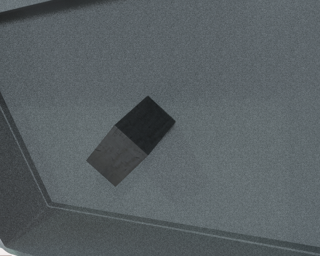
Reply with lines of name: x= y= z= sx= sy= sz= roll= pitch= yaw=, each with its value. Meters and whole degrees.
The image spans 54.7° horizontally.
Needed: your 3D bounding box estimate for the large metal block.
large metal block: x=-0.037 y=0.017 z=0.397 sx=0.050 sy=0.080 sz=0.080 roll=43 pitch=129 yaw=-2
